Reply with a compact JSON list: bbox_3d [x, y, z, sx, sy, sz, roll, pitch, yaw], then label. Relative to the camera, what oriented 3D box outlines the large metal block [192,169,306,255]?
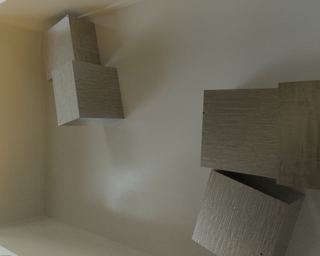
[{"bbox_3d":[0.089,0.092,0.316,0.080,0.050,0.079,22,104,37],"label":"large metal block"}]

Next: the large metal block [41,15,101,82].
[{"bbox_3d":[-0.147,-0.125,0.509,0.080,0.050,0.080,-17,79,38],"label":"large metal block"}]

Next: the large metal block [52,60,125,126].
[{"bbox_3d":[-0.104,-0.047,0.455,0.050,0.081,0.080,-16,80,39],"label":"large metal block"}]

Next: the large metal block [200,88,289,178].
[{"bbox_3d":[0.091,0.003,0.315,0.080,0.050,0.079,4,93,39],"label":"large metal block"}]

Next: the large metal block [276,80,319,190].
[{"bbox_3d":[0.137,0.005,0.257,0.050,0.081,0.079,2,91,40],"label":"large metal block"}]
